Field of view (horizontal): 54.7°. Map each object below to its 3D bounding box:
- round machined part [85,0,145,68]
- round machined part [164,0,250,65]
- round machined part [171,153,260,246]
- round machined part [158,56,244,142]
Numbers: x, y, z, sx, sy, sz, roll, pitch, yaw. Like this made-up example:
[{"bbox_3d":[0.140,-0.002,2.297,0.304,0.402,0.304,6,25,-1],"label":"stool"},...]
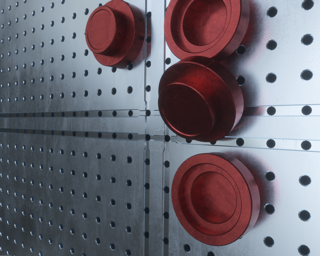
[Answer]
[{"bbox_3d":[-0.073,-0.140,0.456,0.098,0.042,0.097,0,90,39],"label":"round machined part"},{"bbox_3d":[0.056,-0.119,0.351,0.098,0.042,0.097,0,90,39],"label":"round machined part"},{"bbox_3d":[0.064,0.075,0.344,0.098,0.042,0.097,0,90,39],"label":"round machined part"},{"bbox_3d":[0.037,-0.026,0.340,0.098,0.042,0.097,23,131,29],"label":"round machined part"}]
